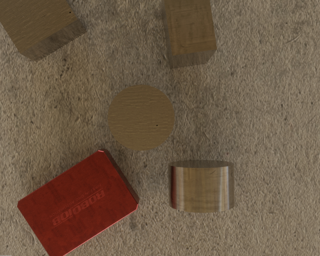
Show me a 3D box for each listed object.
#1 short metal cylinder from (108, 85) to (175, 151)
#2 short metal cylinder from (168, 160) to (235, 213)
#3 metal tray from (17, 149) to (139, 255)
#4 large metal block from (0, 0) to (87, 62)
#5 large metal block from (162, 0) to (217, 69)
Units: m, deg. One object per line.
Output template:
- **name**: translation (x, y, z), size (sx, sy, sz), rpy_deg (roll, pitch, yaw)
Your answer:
- **short metal cylinder**: translation (-0.023, -0.013, 0.397), size (0.081, 0.050, 0.080), rpy_deg (0, 90, 0)
- **short metal cylinder**: translation (0.051, 0.069, 0.383), size (0.081, 0.080, 0.050), rpy_deg (-1, 90, 0)
- **metal tray**: translation (-0.104, 0.098, 0.407), size (0.130, 0.030, 0.090), rpy_deg (-33, 90, 0)
- **large metal block**: translation (-0.154, -0.144, 0.396), size (0.080, 0.050, 0.080), rpy_deg (-32, 90, 0)
- **large metal block**: translation (0.033, -0.123, 0.383), size (0.050, 0.080, 0.080), rpy_deg (-8, 90, 0)
